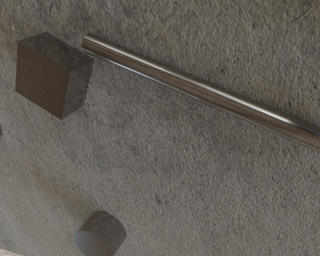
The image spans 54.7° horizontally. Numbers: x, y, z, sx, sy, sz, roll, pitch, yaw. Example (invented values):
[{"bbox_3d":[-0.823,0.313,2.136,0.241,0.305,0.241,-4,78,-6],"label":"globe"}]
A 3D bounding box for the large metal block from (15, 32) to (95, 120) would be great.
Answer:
[{"bbox_3d":[-0.145,-0.071,0.423,0.080,0.050,0.079,31,128,8],"label":"large metal block"}]

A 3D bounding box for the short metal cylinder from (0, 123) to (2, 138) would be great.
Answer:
[{"bbox_3d":[-0.343,0.000,0.571,0.080,0.050,0.079,13,124,21],"label":"short metal cylinder"}]

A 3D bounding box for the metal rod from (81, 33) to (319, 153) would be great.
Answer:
[{"bbox_3d":[0.043,-0.045,0.356,0.301,0.025,0.025,25,127,12],"label":"metal rod"}]

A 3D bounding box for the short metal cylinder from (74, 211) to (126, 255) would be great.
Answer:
[{"bbox_3d":[-0.110,0.202,0.573,0.080,0.050,0.079,13,124,21],"label":"short metal cylinder"}]
